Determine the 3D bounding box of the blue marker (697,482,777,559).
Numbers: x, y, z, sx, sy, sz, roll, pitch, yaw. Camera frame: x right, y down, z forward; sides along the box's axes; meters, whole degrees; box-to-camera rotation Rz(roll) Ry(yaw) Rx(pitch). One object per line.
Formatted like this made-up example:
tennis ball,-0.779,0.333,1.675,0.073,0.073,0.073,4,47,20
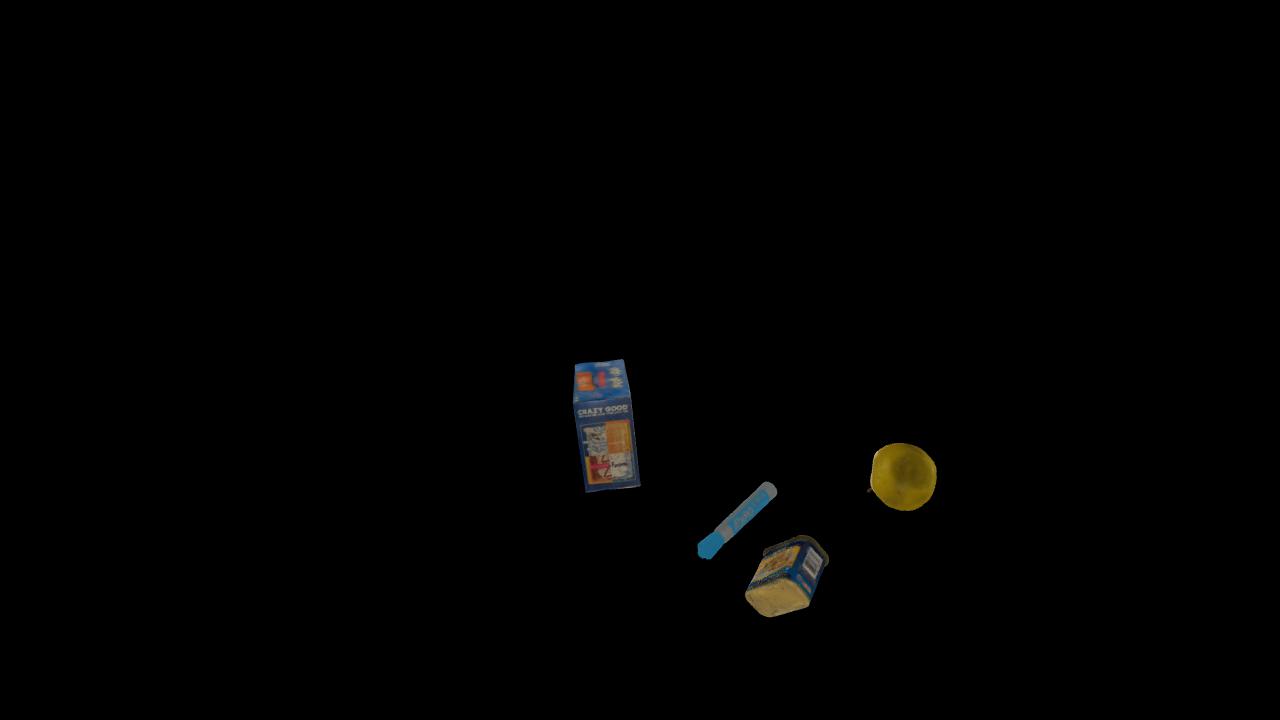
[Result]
blue marker,0.100,0.163,0.629,0.121,0.020,0.020,-30,19,-37

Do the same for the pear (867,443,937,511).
pear,0.311,0.143,0.751,0.080,0.080,0.111,0,-13,-2

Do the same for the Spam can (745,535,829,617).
Spam can,0.205,0.304,0.863,0.101,0.058,0.085,-42,0,43

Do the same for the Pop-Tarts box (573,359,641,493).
Pop-Tarts box,-0.052,0.093,0.921,0.083,0.141,0.167,-7,19,-3
